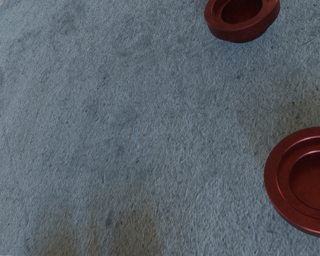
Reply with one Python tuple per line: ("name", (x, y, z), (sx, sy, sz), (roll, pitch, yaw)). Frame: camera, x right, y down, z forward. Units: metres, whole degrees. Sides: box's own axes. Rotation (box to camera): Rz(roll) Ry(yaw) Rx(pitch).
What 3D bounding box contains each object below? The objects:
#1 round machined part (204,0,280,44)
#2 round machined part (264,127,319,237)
("round machined part", (0.115, -0.157, 0.429), (0.098, 0.042, 0.098), (-13, 56, 21))
("round machined part", (0.149, 0.051, 0.283), (0.098, 0.042, 0.098), (-13, 56, 21))
